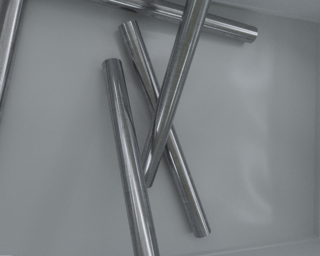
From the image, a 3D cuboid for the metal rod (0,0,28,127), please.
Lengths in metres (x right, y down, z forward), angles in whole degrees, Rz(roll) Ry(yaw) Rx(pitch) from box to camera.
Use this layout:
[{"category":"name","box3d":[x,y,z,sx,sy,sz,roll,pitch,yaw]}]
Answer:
[{"category":"metal rod","box3d":[-0.184,-0.031,0.342,0.025,0.025,0.298,12,86,-20]}]

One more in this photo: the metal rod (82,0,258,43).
[{"category":"metal rod","box3d":[-0.001,-0.153,0.400,0.302,0.025,0.025,6,88,-23]}]

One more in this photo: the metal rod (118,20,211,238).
[{"category":"metal rod","box3d":[0.009,0.007,0.413,0.025,0.025,0.298,-22,98,-19]}]

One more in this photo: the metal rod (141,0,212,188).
[{"category":"metal rod","box3d":[0.019,-0.062,0.351,0.025,0.025,0.298,9,112,-20]}]

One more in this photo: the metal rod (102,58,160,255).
[{"category":"metal rod","box3d":[-0.029,0.055,0.334,0.025,0.025,0.299,-5,67,-20]}]
